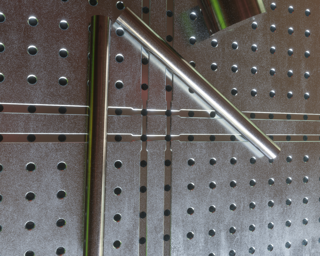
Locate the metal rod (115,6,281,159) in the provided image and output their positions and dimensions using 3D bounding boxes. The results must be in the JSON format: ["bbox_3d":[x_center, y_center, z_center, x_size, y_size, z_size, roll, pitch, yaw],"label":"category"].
[{"bbox_3d":[0.063,-0.054,0.435,0.301,0.025,0.025,39,78,-16],"label":"metal rod"}]

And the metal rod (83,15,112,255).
[{"bbox_3d":[-0.078,0.013,0.383,0.025,0.025,0.298,2,89,-20],"label":"metal rod"}]

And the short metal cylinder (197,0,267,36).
[{"bbox_3d":[0.097,-0.163,0.419,0.081,0.080,0.050,-25,99,-18],"label":"short metal cylinder"}]
